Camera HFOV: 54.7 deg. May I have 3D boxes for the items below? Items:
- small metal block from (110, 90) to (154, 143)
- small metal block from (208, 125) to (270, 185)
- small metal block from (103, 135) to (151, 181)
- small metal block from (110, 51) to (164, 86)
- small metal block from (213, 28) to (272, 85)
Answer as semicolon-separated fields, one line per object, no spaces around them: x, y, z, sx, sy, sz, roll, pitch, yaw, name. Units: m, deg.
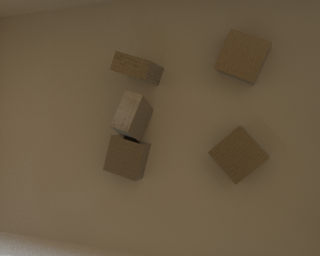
-0.035;-0.014;0.402;0.025;0.050;0.050;17;77;19;small metal block
0.096;0.032;0.377;0.050;0.025;0.050;-43;77;15;small metal block
-0.045;0.040;0.426;0.050;0.025;0.050;16;96;19;small metal block
-0.029;-0.078;0.407;0.050;0.050;0.025;20;97;19;small metal block
0.100;-0.086;0.375;0.050;0.025;0.050;25;98;18;small metal block
